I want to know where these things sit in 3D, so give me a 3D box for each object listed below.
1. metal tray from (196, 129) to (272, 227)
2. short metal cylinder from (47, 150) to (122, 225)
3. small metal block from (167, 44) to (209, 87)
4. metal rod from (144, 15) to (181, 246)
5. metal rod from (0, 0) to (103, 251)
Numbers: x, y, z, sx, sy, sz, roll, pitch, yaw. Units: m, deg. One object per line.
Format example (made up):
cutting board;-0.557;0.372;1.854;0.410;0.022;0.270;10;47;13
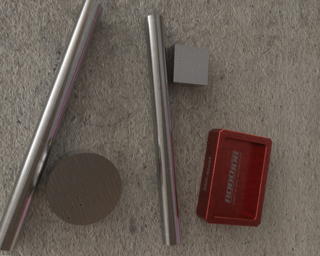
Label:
metal tray;0.108;0.072;0.447;0.091;0.030;0.129;11;86;-20
short metal cylinder;-0.090;0.067;0.363;0.081;0.050;0.079;0;90;-21
small metal block;0.038;-0.084;0.424;0.050;0.025;0.050;3;89;-21
metal rod;0.004;0.004;0.411;0.025;0.025;0.298;-5;92;-20
metal rod;-0.128;-0.009;0.362;0.025;0.025;0.299;20;83;-19
